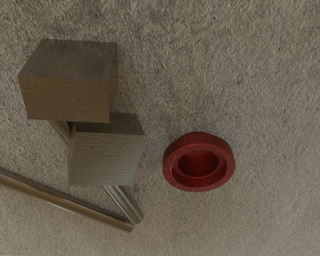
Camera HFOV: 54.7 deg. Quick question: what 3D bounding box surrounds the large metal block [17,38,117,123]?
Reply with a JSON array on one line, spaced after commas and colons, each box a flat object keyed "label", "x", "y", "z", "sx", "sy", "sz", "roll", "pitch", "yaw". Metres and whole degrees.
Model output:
[{"label": "large metal block", "x": -0.090, "y": -0.051, "z": 0.326, "sx": 0.081, "sy": 0.080, "sz": 0.050, "roll": 3, "pitch": 130, "yaw": -3}]

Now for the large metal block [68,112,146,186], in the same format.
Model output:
[{"label": "large metal block", "x": -0.071, "y": 0.026, "z": 0.393, "sx": 0.081, "sy": 0.050, "sz": 0.079, "roll": 4, "pitch": 121, "yaw": -21}]

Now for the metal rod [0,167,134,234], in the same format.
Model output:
[{"label": "metal rod", "x": -0.173, "y": 0.110, "z": 0.498, "sx": 0.301, "sy": 0.025, "sz": 0.025, "roll": 30, "pitch": 124, "yaw": -24}]

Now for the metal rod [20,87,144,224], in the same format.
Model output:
[{"label": "metal rod", "x": -0.096, "y": 0.052, "z": 0.449, "sx": 0.025, "sy": 0.025, "sz": 0.299, "roll": -17, "pitch": 129, "yaw": 14}]

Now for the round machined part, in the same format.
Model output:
[{"label": "round machined part", "x": 0.053, "y": 0.043, "z": 0.434, "sx": 0.099, "sy": 0.042, "sz": 0.097, "roll": -1, "pitch": 130, "yaw": 0}]
